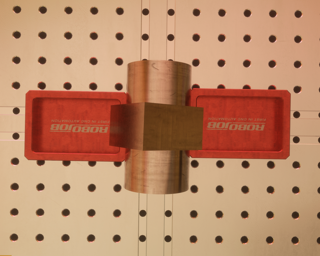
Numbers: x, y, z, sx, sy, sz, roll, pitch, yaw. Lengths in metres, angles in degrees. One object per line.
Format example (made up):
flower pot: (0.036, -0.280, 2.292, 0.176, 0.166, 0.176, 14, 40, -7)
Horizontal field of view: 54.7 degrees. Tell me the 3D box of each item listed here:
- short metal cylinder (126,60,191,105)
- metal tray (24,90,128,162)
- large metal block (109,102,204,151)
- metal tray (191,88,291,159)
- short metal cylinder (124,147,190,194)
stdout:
short metal cylinder: (-0.001, -0.051, 0.385, 0.081, 0.080, 0.050, 1, 90, 0)
metal tray: (-0.107, -0.003, 0.409, 0.131, 0.030, 0.089, 1, 90, 0)
large metal block: (-0.006, -0.001, 0.371, 0.081, 0.080, 0.050, 2, 90, -34)
metal tray: (0.102, -0.005, 0.411, 0.131, 0.030, 0.089, 1, 90, 0)
short metal cylinder: (-0.004, 0.049, 0.385, 0.081, 0.080, 0.050, 2, 90, 0)
